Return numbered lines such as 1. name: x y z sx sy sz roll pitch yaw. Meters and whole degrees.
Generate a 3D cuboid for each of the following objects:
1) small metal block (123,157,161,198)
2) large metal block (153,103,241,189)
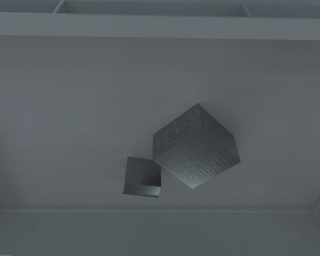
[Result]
1. small metal block: -0.026 0.072 0.453 0.050 0.050 0.025 8 130 -8
2. large metal block: 0.047 0.027 0.416 0.080 0.050 0.080 -36 122 26
